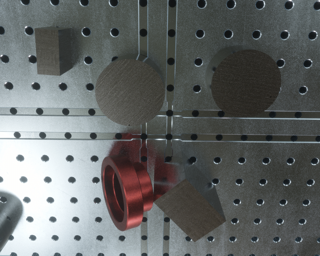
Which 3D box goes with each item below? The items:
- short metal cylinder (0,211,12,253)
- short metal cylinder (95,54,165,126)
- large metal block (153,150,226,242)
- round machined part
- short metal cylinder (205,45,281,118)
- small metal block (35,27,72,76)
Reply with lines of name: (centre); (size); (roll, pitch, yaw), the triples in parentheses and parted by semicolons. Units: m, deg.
short metal cylinder: (-0.270, 0.162, 0.457); (0.081, 0.050, 0.079); (0, 110, 0)
short metal cylinder: (-0.035, -0.048, 0.382); (0.081, 0.050, 0.079); (0, 110, 0)
large metal block: (0.037, 0.089, 0.417); (0.050, 0.080, 0.080); (-39, 106, 13)
round machined part: (-0.042, 0.082, 0.411); (0.042, 0.098, 0.097); (-10, 113, -27)
short metal cylinder: (0.099, -0.058, 0.379); (0.081, 0.050, 0.079); (0, 110, 0)
small metal block: (-0.124, -0.092, 0.365); (0.025, 0.050, 0.050); (4, 110, -2)
